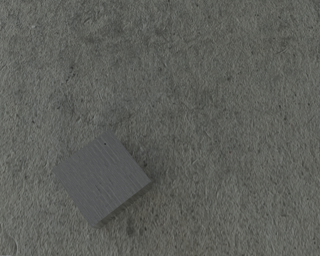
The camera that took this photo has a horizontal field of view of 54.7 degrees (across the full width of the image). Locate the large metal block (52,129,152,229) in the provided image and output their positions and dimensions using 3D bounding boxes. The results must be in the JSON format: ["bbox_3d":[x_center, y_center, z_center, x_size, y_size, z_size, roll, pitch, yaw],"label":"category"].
[{"bbox_3d":[-0.066,0.062,0.372,0.080,0.050,0.080,-37,74,-12],"label":"large metal block"}]
